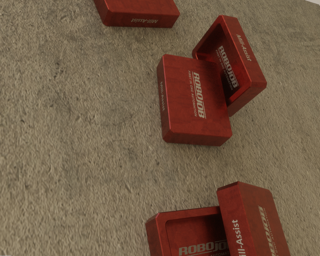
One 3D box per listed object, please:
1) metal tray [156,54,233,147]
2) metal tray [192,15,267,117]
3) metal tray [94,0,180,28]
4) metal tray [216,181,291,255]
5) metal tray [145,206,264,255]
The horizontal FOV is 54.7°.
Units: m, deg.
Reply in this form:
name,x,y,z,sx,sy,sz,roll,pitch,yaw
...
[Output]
name,x,y,z,sx,sy,sz,roll,pitch,yaw
metal tray,0.046,-0.041,0.442,0.091,0.030,0.130,5,60,-18
metal tray,0.100,-0.093,0.471,0.030,0.090,0.130,-1,62,-29
metal tray,-0.041,-0.209,0.506,0.131,0.030,0.090,-10,67,-33
metal tray,0.115,0.133,0.360,0.090,0.030,0.130,21,50,-44
metal tray,0.055,0.137,0.346,0.131,0.030,0.090,2,61,-28
